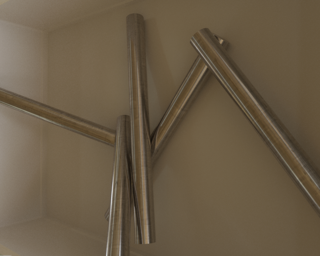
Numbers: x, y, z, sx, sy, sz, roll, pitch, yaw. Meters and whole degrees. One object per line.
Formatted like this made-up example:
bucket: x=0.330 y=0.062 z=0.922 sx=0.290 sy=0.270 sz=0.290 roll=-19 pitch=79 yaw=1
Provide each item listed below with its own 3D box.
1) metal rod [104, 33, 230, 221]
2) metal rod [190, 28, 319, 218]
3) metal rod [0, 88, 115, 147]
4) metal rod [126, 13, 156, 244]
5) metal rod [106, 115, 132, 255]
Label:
metal rod: x=-0.002 y=0.016 z=0.408 sx=0.025 sy=0.025 sz=0.298 roll=45 pitch=117 yaw=30
metal rod: x=0.119 y=0.022 z=0.290 sx=0.025 sy=0.025 sz=0.299 roll=-43 pitch=69 yaw=31
metal rod: x=-0.196 y=-0.030 z=0.483 sx=0.301 sy=0.025 sz=0.025 roll=20 pitch=104 yaw=10
metal rod: x=-0.026 y=-0.010 z=0.400 sx=0.025 sy=0.025 sz=0.299 roll=-15 pitch=72 yaw=39
metal rod: x=-0.046 y=0.101 z=0.353 sx=0.025 sy=0.025 sz=0.300 roll=-38 pitch=38 yaw=33
